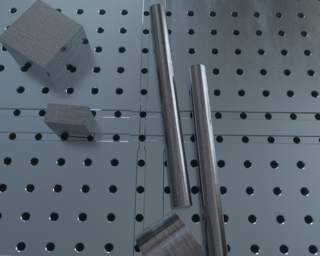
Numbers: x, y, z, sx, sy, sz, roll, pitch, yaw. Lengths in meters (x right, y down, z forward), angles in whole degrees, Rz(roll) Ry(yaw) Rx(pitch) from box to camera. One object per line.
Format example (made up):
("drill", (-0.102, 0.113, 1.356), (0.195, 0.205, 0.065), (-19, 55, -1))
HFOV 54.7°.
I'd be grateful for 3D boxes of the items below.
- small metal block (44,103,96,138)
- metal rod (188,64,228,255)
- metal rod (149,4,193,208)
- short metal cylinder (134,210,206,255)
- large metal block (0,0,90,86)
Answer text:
("small metal block", (-0.114, -0.009, 0.400), (0.050, 0.050, 0.025), (5, 70, 1))
("metal rod", (0.061, 0.055, 0.392), (0.025, 0.025, 0.299), (-3, 70, -1))
("metal rod", (0.011, -0.044, 0.427), (0.025, 0.025, 0.299), (-6, 70, -2))
("short metal cylinder", (0.015, 0.137, 0.333), (0.050, 0.080, 0.080), (-32, 74, -11))
("large metal block", (-0.161, -0.122, 0.441), (0.080, 0.050, 0.080), (33, 73, 11))
